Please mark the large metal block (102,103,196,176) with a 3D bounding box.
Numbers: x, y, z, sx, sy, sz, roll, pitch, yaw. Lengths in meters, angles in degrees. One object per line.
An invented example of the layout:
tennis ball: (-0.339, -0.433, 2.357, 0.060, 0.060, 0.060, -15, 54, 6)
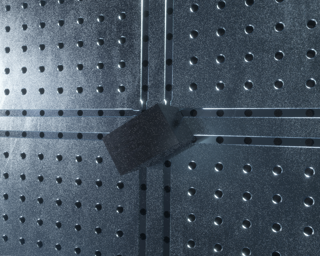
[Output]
large metal block: (-0.011, 0.014, 0.386, 0.080, 0.080, 0.050, -31, 80, 17)
